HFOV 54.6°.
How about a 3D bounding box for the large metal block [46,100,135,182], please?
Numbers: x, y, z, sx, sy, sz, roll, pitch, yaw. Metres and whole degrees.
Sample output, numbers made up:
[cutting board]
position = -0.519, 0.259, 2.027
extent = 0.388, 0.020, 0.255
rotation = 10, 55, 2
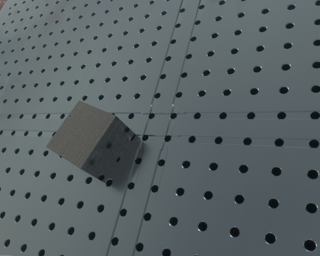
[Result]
[large metal block]
position = -0.097, 0.017, 0.434
extent = 0.080, 0.050, 0.080
rotation = 22, 73, 36
